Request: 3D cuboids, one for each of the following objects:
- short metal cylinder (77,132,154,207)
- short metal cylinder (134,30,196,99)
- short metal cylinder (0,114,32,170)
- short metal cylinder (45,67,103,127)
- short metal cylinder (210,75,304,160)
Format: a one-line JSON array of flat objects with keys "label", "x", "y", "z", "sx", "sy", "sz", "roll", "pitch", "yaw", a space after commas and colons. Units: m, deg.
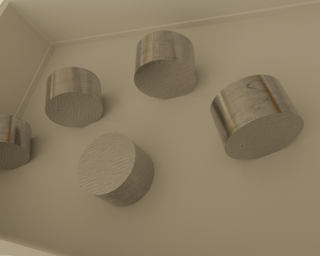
[{"label": "short metal cylinder", "x": -0.054, "y": 0.052, "z": 0.385, "sx": 0.080, "sy": 0.050, "sz": 0.080, "roll": -13, "pitch": 56, "yaw": 20}, {"label": "short metal cylinder", "x": 0.007, "y": -0.083, "z": 0.417, "sx": 0.080, "sy": 0.080, "sz": 0.050, "roll": -12, "pitch": 57, "yaw": 21}, {"label": "short metal cylinder", "x": -0.244, "y": 0.023, "z": 0.482, "sx": 0.080, "sy": 0.080, "sz": 0.050, "roll": -23, "pitch": 54, "yaw": 14}, {"label": "short metal cylinder", "x": -0.128, "y": -0.045, "z": 0.463, "sx": 0.080, "sy": 0.080, "sz": 0.050, "roll": -23, "pitch": 54, "yaw": 14}, {"label": "short metal cylinder", "x": 0.099, "y": -0.009, "z": 0.324, "sx": 0.080, "sy": 0.080, "sz": 0.050, "roll": -24, "pitch": 53, "yaw": 13}]
